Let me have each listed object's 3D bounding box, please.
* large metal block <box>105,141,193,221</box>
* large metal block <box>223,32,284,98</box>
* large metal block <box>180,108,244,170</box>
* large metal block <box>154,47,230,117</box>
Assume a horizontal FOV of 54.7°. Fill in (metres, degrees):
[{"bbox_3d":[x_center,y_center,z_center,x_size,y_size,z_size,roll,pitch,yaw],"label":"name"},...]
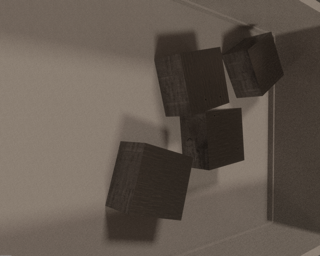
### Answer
[{"bbox_3d":[-0.011,0.065,0.383,0.080,0.050,0.080,20,77,-39],"label":"large metal block"},{"bbox_3d":[0.159,-0.106,0.527,0.080,0.050,0.080,-39,114,-33],"label":"large metal block"},{"bbox_3d":[0.078,0.013,0.458,0.081,0.050,0.079,-8,95,-40],"label":"large metal block"},{"bbox_3d":[0.046,-0.064,0.431,0.081,0.050,0.079,-20,103,-39],"label":"large metal block"}]
